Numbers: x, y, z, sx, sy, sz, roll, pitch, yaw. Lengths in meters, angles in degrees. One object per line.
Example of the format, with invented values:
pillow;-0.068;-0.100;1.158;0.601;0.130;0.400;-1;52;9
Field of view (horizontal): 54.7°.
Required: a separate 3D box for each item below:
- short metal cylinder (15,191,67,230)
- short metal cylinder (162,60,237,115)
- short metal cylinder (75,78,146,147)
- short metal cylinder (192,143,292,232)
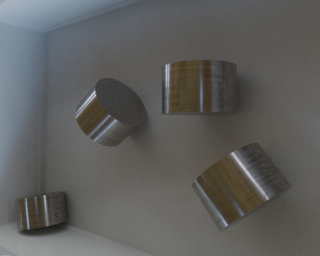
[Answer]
short metal cylinder;-0.205;0.141;0.537;0.080;0.081;0.050;-13;82;39
short metal cylinder;0.042;-0.040;0.335;0.080;0.081;0.050;0;90;39
short metal cylinder;-0.067;-0.022;0.424;0.050;0.081;0.080;-42;65;32
short metal cylinder;0.079;0.058;0.305;0.080;0.081;0.050;-46;63;30
